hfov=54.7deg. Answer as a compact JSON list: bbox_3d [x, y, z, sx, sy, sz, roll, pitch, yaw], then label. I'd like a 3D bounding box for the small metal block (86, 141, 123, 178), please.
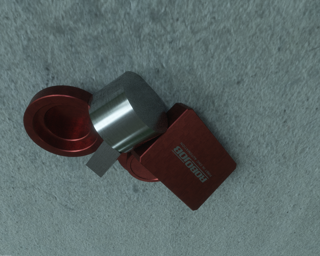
[{"bbox_3d":[-0.060,0.028,0.391,0.025,0.050,0.050,41,122,-1],"label":"small metal block"}]

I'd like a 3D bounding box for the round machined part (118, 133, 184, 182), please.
[{"bbox_3d":[-0.011,0.038,0.430,0.099,0.042,0.097,-1,130,0],"label":"round machined part"}]

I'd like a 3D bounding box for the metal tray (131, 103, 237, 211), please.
[{"bbox_3d":[0.036,0.041,0.412,0.090,0.030,0.130,-46,122,-5],"label":"metal tray"}]

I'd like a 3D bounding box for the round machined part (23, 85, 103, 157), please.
[{"bbox_3d":[-0.112,-0.012,0.385,0.099,0.042,0.097,-1,130,0],"label":"round machined part"}]

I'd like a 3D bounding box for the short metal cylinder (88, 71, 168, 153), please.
[{"bbox_3d":[-0.035,-0.018,0.358,0.050,0.080,0.080,-31,124,23],"label":"short metal cylinder"}]
